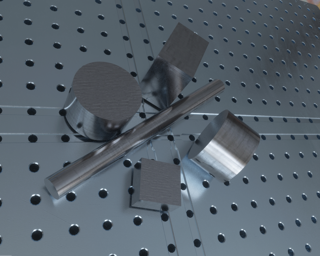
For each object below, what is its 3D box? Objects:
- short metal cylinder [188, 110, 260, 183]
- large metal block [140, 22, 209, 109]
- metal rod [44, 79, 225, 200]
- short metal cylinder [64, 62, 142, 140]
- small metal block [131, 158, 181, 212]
[{"bbox_3d":[0.081,0.023,0.398,0.050,0.080,0.080,38,51,-4],"label":"short metal cylinder"},{"bbox_3d":[0.016,-0.083,0.428,0.050,0.080,0.080,32,52,-8],"label":"large metal block"},{"bbox_3d":[-0.008,-0.003,0.401,0.302,0.025,0.025,-32,80,-38],"label":"metal rod"},{"bbox_3d":[-0.068,-0.032,0.370,0.081,0.050,0.080,14,56,-21],"label":"short metal cylinder"},{"bbox_3d":[-0.004,0.067,0.361,0.050,0.025,0.050,14,56,-21],"label":"small metal block"}]
